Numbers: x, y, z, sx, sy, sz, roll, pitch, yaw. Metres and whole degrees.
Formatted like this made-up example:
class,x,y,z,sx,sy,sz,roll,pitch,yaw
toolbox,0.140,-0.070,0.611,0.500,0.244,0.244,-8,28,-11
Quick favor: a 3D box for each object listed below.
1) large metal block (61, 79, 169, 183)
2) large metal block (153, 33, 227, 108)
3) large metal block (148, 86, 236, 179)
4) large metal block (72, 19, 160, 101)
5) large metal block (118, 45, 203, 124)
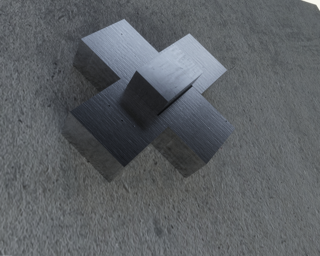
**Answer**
class,x,y,z,sx,sy,sz,roll,pitch,yaw
large metal block,-0.052,0.002,0.360,0.080,0.050,0.080,45,51,3
large metal block,0.039,-0.083,0.462,0.080,0.050,0.080,45,51,3
large metal block,0.039,0.005,0.408,0.080,0.050,0.080,45,51,3
large metal block,-0.054,-0.088,0.414,0.080,0.050,0.080,45,51,3
large metal block,-0.002,-0.049,0.400,0.050,0.080,0.080,45,51,3
